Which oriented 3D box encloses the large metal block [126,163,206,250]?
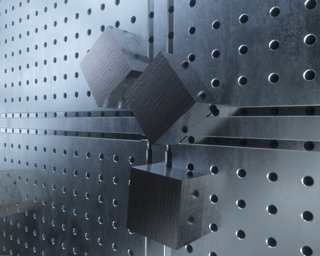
[{"bbox_3d":[0.007,0.093,0.389,0.080,0.050,0.080,8,95,40],"label":"large metal block"}]

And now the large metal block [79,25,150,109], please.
[{"bbox_3d":[-0.062,-0.084,0.446,0.080,0.050,0.080,-41,65,32],"label":"large metal block"}]

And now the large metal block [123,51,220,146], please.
[{"bbox_3d":[0.011,-0.034,0.385,0.080,0.050,0.080,-45,63,30],"label":"large metal block"}]

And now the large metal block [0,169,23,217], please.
[{"bbox_3d":[-0.358,0.148,0.692,0.080,0.050,0.080,-40,66,33],"label":"large metal block"}]
